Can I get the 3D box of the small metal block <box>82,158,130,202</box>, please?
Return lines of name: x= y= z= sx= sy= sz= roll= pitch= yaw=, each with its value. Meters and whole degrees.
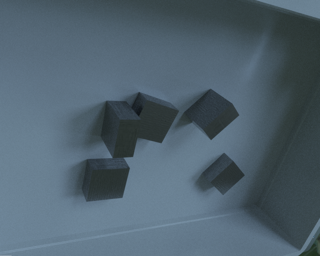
small metal block: x=-0.073 y=0.068 z=0.412 sx=0.050 sy=0.025 sz=0.050 roll=1 pitch=118 yaw=-29

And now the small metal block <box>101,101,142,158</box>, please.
small metal block: x=-0.048 y=0.001 z=0.368 sx=0.025 sy=0.050 sz=0.050 roll=0 pitch=119 yaw=-29

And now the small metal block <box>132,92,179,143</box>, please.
small metal block: x=-0.012 y=-0.012 z=0.396 sx=0.050 sy=0.025 sz=0.050 roll=16 pitch=110 yaw=-35

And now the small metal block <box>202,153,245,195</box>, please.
small metal block: x=0.106 y=0.077 z=0.517 sx=0.050 sy=0.025 sz=0.050 roll=-43 pitch=130 yaw=1

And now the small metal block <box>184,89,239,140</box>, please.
small metal block: x=0.069 y=-0.019 z=0.420 sx=0.050 sy=0.050 sz=0.025 roll=-42 pitch=130 yaw=0
